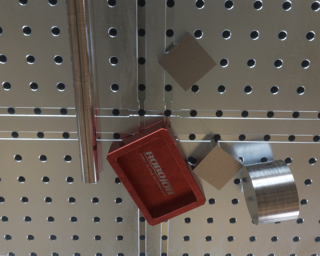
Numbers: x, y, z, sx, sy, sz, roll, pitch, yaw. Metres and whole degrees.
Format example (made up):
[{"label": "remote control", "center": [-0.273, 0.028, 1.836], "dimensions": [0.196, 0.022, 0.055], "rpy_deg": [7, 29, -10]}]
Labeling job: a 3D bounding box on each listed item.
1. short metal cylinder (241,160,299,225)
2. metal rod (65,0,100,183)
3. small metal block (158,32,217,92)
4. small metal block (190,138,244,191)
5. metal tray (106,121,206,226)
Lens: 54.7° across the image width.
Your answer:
[{"label": "short metal cylinder", "center": [0.146, 0.086, 0.418], "dimensions": [0.050, 0.080, 0.079], "rpy_deg": [-10, 110, 3]}, {"label": "metal rod", "center": [-0.097, -0.068, 0.386], "dimensions": [0.025, 0.025, 0.298], "rpy_deg": [0, 110, -1]}, {"label": "small metal block", "center": [0.033, -0.082, 0.384], "dimensions": [0.050, 0.025, 0.050], "rpy_deg": [-41, 106, 13]}, {"label": "small metal block", "center": [0.079, 0.051, 0.433], "dimensions": [0.050, 0.025, 0.050], "rpy_deg": [36, 106, -13]}, {"label": "metal tray", "center": [-0.003, 0.066, 0.435], "dimensions": [0.090, 0.030, 0.130], "rpy_deg": [-26, 108, 8]}]
